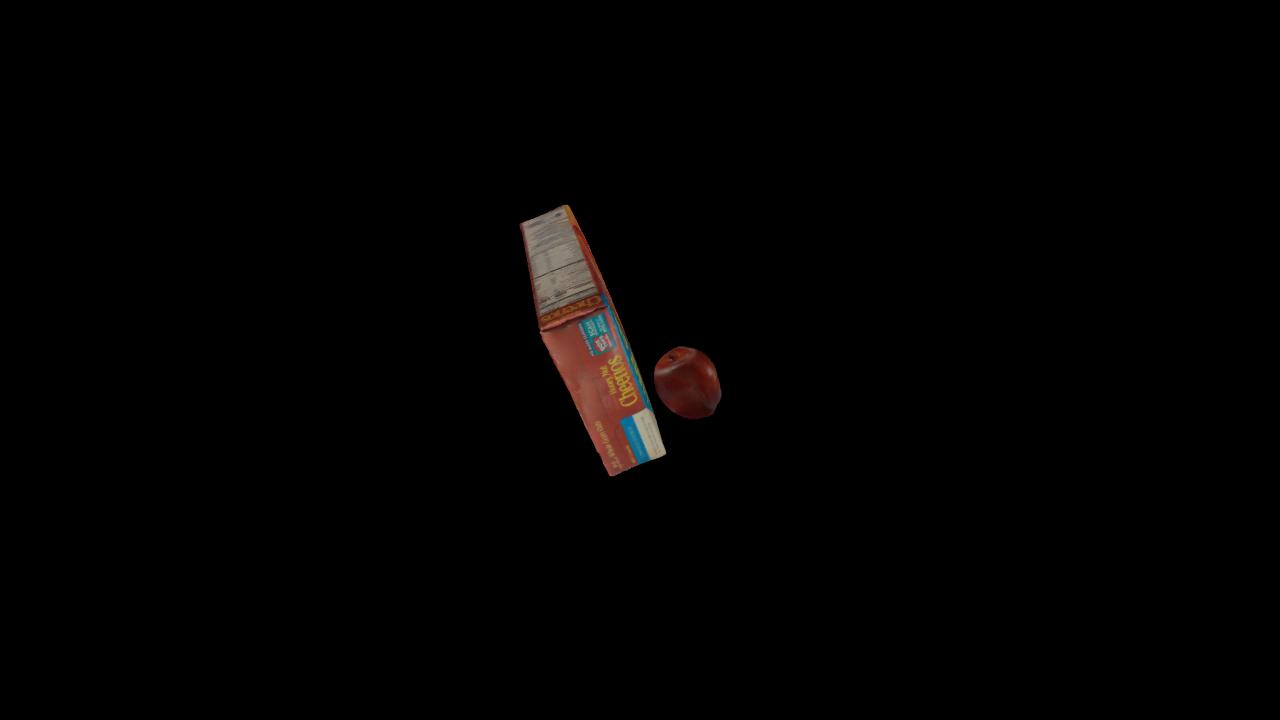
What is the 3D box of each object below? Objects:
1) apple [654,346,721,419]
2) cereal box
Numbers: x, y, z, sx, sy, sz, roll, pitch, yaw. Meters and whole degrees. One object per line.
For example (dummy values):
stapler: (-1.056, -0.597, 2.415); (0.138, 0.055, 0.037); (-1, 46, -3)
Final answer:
apple: (0.058, 0.028, 0.753); (0.079, 0.093, 0.079); (-28, 23, 13)
cereal box: (-0.062, -0.038, 0.735); (0.081, 0.203, 0.306); (-22, 34, -1)
